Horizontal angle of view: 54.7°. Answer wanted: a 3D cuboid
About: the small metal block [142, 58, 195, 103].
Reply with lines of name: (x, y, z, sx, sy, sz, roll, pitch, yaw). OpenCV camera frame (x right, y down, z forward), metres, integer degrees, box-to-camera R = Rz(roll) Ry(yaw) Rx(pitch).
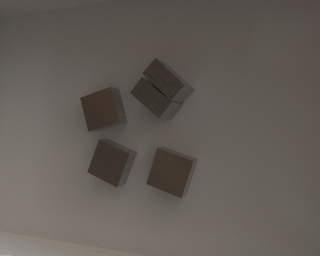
small metal block: (0.012, -0.058, 0.393, 0.050, 0.050, 0.025, 46, 104, 14)

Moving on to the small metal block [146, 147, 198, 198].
small metal block: (0.016, 0.057, 0.405, 0.050, 0.025, 0.050, 19, 96, 19)

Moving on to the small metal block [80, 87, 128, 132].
small metal block: (-0.079, -0.025, 0.439, 0.050, 0.025, 0.050, -16, 85, 19)

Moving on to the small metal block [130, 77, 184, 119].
small metal block: (-0.003, -0.037, 0.398, 0.050, 0.050, 0.025, 41, 103, 15)

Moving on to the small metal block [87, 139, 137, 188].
small metal block: (-0.067, 0.048, 0.434, 0.050, 0.025, 0.050, 23, 98, 18)
